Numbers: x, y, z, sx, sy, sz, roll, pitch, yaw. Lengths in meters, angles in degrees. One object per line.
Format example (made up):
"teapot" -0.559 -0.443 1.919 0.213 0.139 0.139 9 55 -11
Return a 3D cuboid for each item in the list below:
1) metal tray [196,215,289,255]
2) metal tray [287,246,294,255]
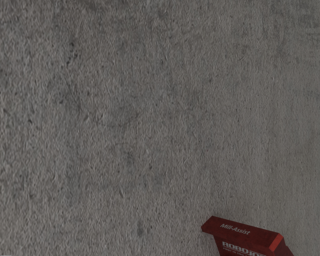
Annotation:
"metal tray" 0.122 0.185 0.456 0.030 0.130 0.090 -33 111 -37
"metal tray" 0.241 0.297 0.603 0.130 0.030 0.090 52 60 -27
